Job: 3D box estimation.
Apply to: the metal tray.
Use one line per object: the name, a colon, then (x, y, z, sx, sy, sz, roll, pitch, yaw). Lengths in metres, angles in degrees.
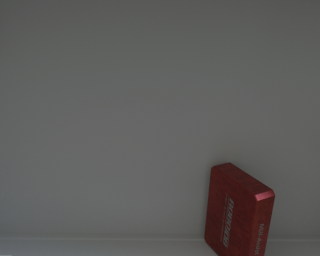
metal tray: (0.103, 0.124, 0.421, 0.030, 0.090, 0.129, -8, 113, -26)
